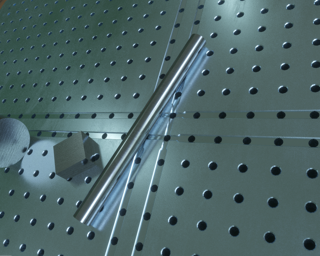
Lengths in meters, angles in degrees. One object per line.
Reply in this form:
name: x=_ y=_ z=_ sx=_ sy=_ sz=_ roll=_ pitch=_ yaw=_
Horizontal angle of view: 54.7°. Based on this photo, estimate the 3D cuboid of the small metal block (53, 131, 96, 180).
small metal block: x=-0.124 y=0.040 z=0.449 sx=0.050 sy=0.025 sz=0.050 roll=-28 pitch=52 yaw=10

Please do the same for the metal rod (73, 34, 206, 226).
metal rod: x=-0.020 y=-0.007 z=0.423 sx=0.025 sy=0.025 sz=0.300 roll=22 pitch=73 yaw=36

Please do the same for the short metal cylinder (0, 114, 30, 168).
short metal cylinder: x=-0.261 y=0.019 z=0.499 sx=0.050 sy=0.080 sz=0.080 roll=13 pitch=69 yaw=33
